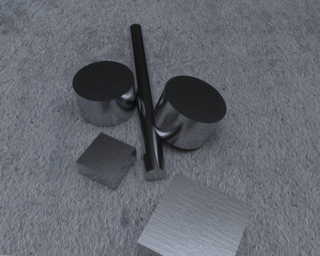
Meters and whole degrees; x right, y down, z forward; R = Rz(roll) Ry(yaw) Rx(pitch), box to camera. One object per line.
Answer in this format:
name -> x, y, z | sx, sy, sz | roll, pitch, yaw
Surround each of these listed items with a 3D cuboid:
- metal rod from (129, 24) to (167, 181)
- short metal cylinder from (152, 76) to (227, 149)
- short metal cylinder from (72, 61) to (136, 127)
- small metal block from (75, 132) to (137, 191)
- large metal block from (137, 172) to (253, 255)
metal rod -> -0.024, -0.060, 0.452 | 0.025, 0.025, 0.300 | -5, 50, -5
short metal cylinder -> 0.036, -0.020, 0.390 | 0.081, 0.050, 0.080 | 13, 46, -14
short metal cylinder -> -0.074, -0.047, 0.426 | 0.081, 0.050, 0.080 | 0, 50, 0
small metal block -> -0.063, 0.039, 0.370 | 0.050, 0.025, 0.050 | 22, 53, 17
large metal block -> 0.034, 0.102, 0.301 | 0.080, 0.050, 0.080 | 22, 53, 17
